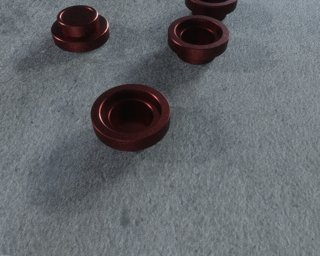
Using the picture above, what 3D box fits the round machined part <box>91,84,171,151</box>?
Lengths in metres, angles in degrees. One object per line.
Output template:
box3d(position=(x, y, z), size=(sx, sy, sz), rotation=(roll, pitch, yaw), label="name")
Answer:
box3d(position=(-0.036, -0.009, 0.399), size=(0.099, 0.042, 0.098), rotation=(0, 50, 0), label="round machined part")

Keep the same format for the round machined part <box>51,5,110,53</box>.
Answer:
box3d(position=(-0.140, -0.178, 0.540), size=(0.099, 0.042, 0.098), rotation=(0, 50, 0), label="round machined part")

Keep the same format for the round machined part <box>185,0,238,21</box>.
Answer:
box3d(position=(0.097, -0.239, 0.594), size=(0.099, 0.042, 0.098), rotation=(0, 50, 0), label="round machined part")

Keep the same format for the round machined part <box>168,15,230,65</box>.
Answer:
box3d(position=(0.062, -0.142, 0.512), size=(0.099, 0.042, 0.098), rotation=(0, 50, 0), label="round machined part")
